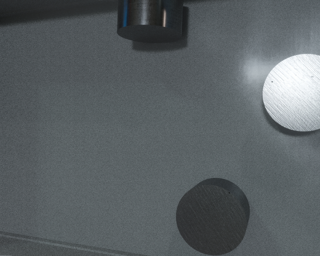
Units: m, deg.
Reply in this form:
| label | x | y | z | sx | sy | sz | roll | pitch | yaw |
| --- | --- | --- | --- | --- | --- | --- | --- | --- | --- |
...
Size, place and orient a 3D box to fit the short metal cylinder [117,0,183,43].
| label | x | y | z | sx | sy | sz | roll | pitch | yaw |
| --- | --- | --- | --- | --- | --- | --- | --- | --- | --- |
| short metal cylinder | -0.012 | -0.141 | 0.385 | 0.080 | 0.080 | 0.050 | 3 | 91 | 20 |

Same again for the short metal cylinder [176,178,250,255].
| label | x | y | z | sx | sy | sz | roll | pitch | yaw |
| --- | --- | --- | --- | --- | --- | --- | --- | --- | --- |
| short metal cylinder | 0.065 | 0.104 | 0.374 | 0.080 | 0.050 | 0.080 | 0 | 90 | 20 |

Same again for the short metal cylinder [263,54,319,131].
| label | x | y | z | sx | sy | sz | roll | pitch | yaw |
| --- | --- | --- | --- | --- | --- | --- | --- | --- | --- |
| short metal cylinder | 0.156 | -0.036 | 0.342 | 0.080 | 0.050 | 0.080 | 0 | 90 | 20 |
